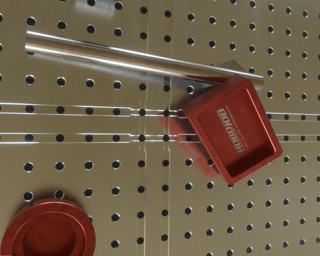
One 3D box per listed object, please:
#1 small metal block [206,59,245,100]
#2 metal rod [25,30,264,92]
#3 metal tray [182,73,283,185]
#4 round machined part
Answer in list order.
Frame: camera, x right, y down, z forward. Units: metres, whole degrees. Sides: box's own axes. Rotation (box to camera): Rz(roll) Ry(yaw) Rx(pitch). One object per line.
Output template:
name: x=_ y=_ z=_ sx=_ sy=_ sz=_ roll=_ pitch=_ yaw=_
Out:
small metal block: x=0.105 y=-0.063 z=0.453 sx=0.050 sy=0.025 sz=0.050 roll=40 pitch=77 yaw=-16
metal rod: x=-0.007 y=-0.081 z=0.394 sx=0.302 sy=0.025 sz=0.025 roll=8 pitch=88 yaw=-15
metal tray: x=0.100 y=0.004 z=0.420 sx=0.090 sy=0.030 sz=0.130 roll=-32 pitch=114 yaw=2
round machined part: x=-0.127 y=0.129 z=0.357 sx=0.099 sy=0.042 sz=0.097 roll=0 pitch=90 yaw=-21
